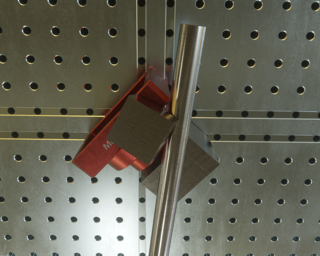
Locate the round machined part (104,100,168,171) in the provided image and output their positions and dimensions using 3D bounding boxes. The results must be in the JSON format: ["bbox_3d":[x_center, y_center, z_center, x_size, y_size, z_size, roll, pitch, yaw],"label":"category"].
[{"bbox_3d":[-0.022,0.014,0.384,0.042,0.098,0.098,41,105,-14],"label":"round machined part"}]

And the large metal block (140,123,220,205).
[{"bbox_3d":[0.023,0.039,0.396,0.050,0.080,0.080,41,105,-14],"label":"large metal block"}]

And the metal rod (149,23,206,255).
[{"bbox_3d":[0.013,0.041,0.343,0.025,0.025,0.298,6,110,-3],"label":"metal rod"}]

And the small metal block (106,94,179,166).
[{"bbox_3d":[-0.017,0.001,0.309,0.050,0.025,0.050,32,106,8],"label":"small metal block"}]

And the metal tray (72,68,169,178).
[{"bbox_3d":[-0.045,-0.010,0.374,0.030,0.090,0.130,42,105,-14],"label":"metal tray"}]
